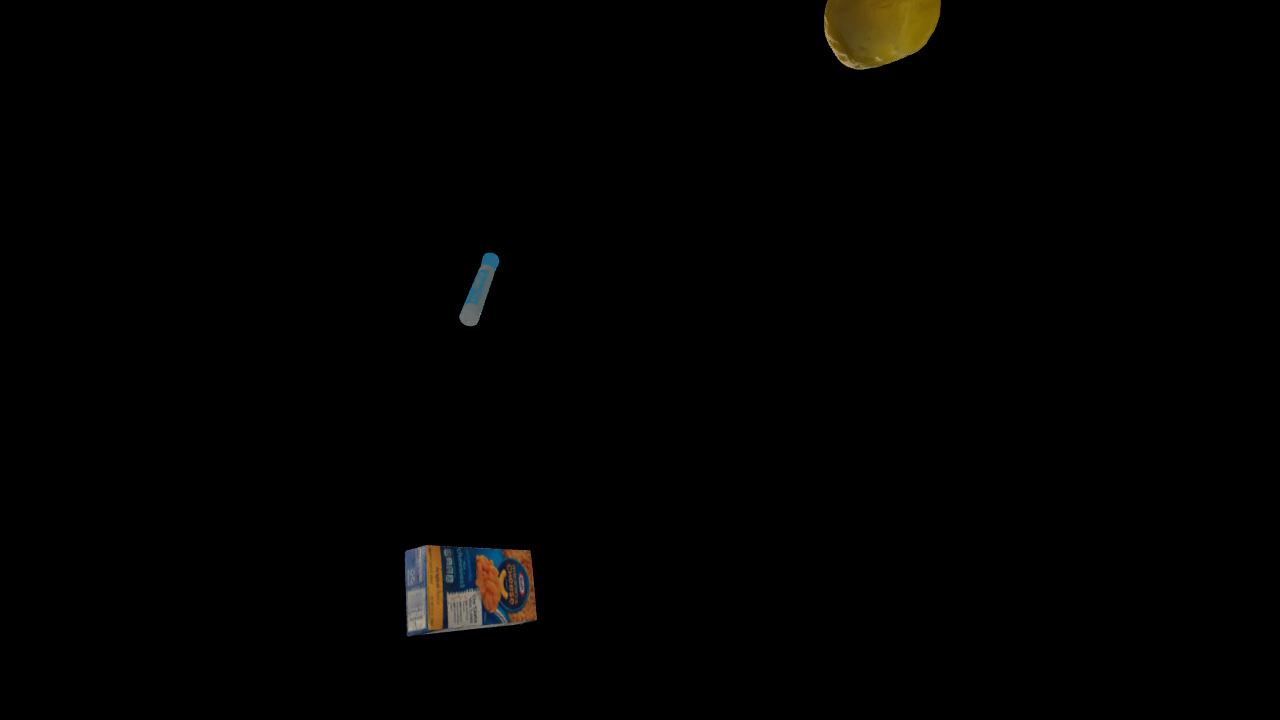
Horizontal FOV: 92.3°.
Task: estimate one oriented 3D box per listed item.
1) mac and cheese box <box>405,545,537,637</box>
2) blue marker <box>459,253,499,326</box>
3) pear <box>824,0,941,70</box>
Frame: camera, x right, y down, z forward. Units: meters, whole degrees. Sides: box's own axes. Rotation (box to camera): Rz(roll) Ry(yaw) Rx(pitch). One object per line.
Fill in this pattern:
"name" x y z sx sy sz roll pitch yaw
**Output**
"mac and cheese box" -0.200 0.278 0.749 0.041 0.093 0.184 -23 -27 23
"blue marker" -0.168 -0.078 0.650 0.020 0.020 0.121 0 39 0
"pear" 0.165 -0.265 0.424 0.080 0.111 0.080 -15 25 7
